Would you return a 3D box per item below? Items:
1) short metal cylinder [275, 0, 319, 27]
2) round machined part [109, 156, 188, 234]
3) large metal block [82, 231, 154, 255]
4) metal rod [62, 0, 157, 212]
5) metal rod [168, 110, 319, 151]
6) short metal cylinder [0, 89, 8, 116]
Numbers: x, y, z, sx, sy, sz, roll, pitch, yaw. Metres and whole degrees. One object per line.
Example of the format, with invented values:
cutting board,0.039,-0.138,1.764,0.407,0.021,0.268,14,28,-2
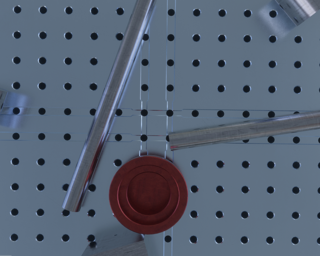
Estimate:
short metal cylinder,0.191,-0.174,0.387,0.080,0.080,0.050,-39,90,0
round machined part,-0.014,0.084,0.405,0.099,0.042,0.097,0,90,0
large metal block,-0.047,0.185,0.400,0.080,0.050,0.080,-16,90,0
metal rod,-0.067,-0.034,0.412,0.025,0.025,0.299,20,90,0
metal rod,0.162,-0.004,0.414,0.302,0.025,0.025,-8,90,0
short metal cylinder,-0.239,-0.035,0.384,0.080,0.080,0.050,19,90,0
